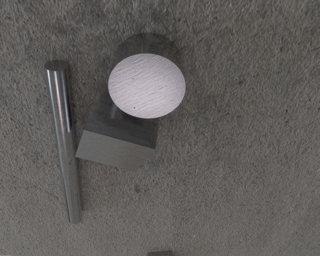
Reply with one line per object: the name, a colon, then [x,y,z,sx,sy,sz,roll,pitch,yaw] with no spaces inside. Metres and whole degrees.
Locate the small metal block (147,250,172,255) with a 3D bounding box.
small metal block: [0.003,0.283,0.648,0.050,0.025,0.050,-8,130,7]

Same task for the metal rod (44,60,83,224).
metal rod: [-0.132,0.043,0.442,0.025,0.025,0.298,4,130,-4]

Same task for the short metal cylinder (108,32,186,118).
short metal cylinder: [-0.014,-0.057,0.342,0.081,0.050,0.079,0,130,0]

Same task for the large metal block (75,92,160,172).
large metal block: [-0.053,0.009,0.382,0.081,0.050,0.080,17,149,-14]
